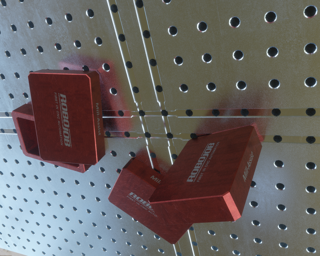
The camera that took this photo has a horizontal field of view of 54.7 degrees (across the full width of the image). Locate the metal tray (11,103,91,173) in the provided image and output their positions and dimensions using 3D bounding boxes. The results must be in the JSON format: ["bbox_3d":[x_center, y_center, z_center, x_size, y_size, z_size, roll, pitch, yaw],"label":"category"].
[{"bbox_3d":[-0.173,0.016,0.506,0.130,0.030,0.089,12,124,21],"label":"metal tray"}]

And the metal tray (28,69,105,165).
[{"bbox_3d":[-0.129,-0.015,0.438,0.090,0.030,0.129,4,110,12],"label":"metal tray"}]

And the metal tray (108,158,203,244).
[{"bbox_3d":[-0.010,0.115,0.483,0.130,0.030,0.089,33,129,6],"label":"metal tray"}]

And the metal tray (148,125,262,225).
[{"bbox_3d":[0.055,0.048,0.344,0.090,0.131,0.030,-15,111,34],"label":"metal tray"}]
